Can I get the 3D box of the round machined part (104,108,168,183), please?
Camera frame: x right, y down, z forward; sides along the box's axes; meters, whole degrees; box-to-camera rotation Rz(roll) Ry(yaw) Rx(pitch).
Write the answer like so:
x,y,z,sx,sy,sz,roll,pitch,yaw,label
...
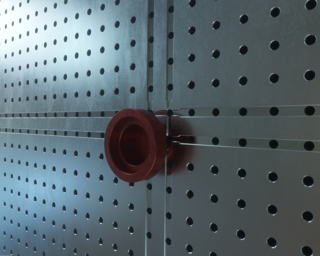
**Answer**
x,y,z,sx,sy,sz,roll,pitch,yaw,label
-0.028,0.023,0.423,0.098,0.042,0.097,0,90,40,round machined part
